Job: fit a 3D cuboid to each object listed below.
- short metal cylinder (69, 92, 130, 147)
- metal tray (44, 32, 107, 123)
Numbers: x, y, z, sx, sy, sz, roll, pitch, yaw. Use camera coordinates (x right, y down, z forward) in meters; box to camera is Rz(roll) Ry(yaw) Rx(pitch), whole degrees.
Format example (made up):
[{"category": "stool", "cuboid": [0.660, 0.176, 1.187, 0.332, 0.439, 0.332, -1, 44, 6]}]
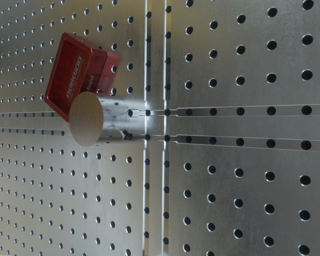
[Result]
[{"category": "short metal cylinder", "cuboid": [-0.092, -0.013, 0.466, 0.080, 0.050, 0.079, 0, 90, 39]}, {"category": "metal tray", "cuboid": [-0.146, -0.084, 0.523, 0.090, 0.030, 0.129, 35, 112, 34]}]
